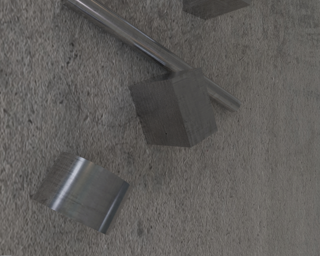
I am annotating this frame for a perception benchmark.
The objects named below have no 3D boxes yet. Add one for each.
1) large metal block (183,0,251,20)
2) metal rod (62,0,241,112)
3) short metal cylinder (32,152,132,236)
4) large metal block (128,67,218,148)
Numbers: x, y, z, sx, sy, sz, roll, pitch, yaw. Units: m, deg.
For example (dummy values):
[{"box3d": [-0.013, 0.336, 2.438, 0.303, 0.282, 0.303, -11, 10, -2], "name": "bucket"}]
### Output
[{"box3d": [0.080, -0.208, 0.435, 0.050, 0.080, 0.080, 4, 88, -40], "name": "large metal block"}, {"box3d": [0.013, -0.089, 0.414, 0.301, 0.025, 0.025, 25, 74, -37], "name": "metal rod"}, {"box3d": [-0.075, 0.065, 0.306, 0.080, 0.080, 0.050, 40, 66, -33], "name": "short metal cylinder"}, {"box3d": [0.015, -0.025, 0.382, 0.050, 0.080, 0.080, -28, 108, -37], "name": "large metal block"}]
